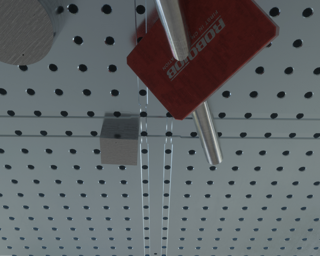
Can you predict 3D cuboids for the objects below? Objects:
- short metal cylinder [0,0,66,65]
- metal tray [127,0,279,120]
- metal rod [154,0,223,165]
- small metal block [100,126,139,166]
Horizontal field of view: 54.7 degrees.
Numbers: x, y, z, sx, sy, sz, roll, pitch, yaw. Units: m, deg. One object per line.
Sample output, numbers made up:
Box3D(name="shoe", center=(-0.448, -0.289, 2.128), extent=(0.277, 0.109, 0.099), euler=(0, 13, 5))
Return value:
Box3D(name="short metal cylinder", center=(-0.138, -0.109, 0.301), extent=(0.081, 0.050, 0.079), euler=(0, 130, 0))
Box3D(name="metal tray", center=(0.037, -0.081, 0.310), extent=(0.090, 0.030, 0.129), euler=(49, 120, 5))
Box3D(name="metal rod", center=(0.036, -0.051, 0.341), extent=(0.025, 0.025, 0.299), euler=(-13, 137, 11))
Box3D(name="small metal block", center=(-0.056, 0.025, 0.432), extent=(0.050, 0.025, 0.050), euler=(3, 130, -3))
